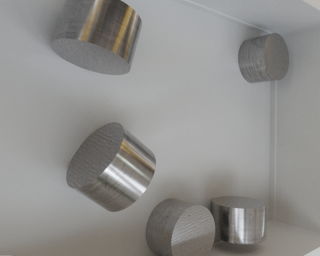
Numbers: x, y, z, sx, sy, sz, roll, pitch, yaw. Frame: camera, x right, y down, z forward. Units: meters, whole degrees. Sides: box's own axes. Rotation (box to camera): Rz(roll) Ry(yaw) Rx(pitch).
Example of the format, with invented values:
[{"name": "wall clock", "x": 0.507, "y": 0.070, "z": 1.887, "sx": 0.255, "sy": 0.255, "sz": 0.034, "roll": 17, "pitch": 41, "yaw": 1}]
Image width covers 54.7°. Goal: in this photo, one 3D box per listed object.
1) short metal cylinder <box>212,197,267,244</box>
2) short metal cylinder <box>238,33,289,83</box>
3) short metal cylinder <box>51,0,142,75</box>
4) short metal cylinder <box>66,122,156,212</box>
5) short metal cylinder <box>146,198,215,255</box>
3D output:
[{"name": "short metal cylinder", "x": 0.120, "y": 0.137, "z": 0.472, "sx": 0.081, "sy": 0.080, "sz": 0.050, "roll": 1, "pitch": 90, "yaw": -40}, {"name": "short metal cylinder", "x": 0.182, "y": -0.121, "z": 0.542, "sx": 0.081, "sy": 0.050, "sz": 0.080, "roll": 0, "pitch": 90, "yaw": -40}, {"name": "short metal cylinder", "x": -0.063, "y": -0.094, "z": 0.317, "sx": 0.080, "sy": 0.080, "sz": 0.050, "roll": 21, "pitch": 77, "yaw": -38}, {"name": "short metal cylinder", "x": -0.051, "y": 0.041, "z": 0.328, "sx": 0.050, "sy": 0.080, "sz": 0.080, "roll": 44, "pitch": 63, "yaw": -31}, {"name": "short metal cylinder", "x": 0.028, "y": 0.139, "z": 0.414, "sx": 0.081, "sy": 0.050, "sz": 0.080, "roll": 0, "pitch": 90, "yaw": -40}]
